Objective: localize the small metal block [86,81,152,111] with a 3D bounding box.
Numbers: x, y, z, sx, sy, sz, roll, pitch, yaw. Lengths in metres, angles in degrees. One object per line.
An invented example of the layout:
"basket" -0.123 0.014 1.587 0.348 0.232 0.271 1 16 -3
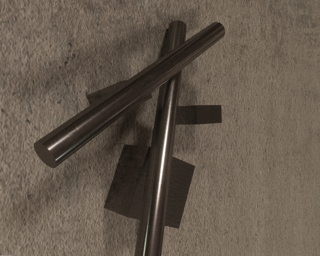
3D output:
"small metal block" -0.046 -0.036 0.351 0.050 0.050 0.025 -31 110 -36

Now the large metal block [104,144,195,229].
"large metal block" -0.011 0.072 0.382 0.080 0.050 0.080 26 73 -37

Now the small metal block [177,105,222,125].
"small metal block" 0.050 -0.018 0.433 0.050 0.050 0.025 -4 93 -40

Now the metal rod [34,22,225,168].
"metal rod" -0.005 -0.058 0.337 0.302 0.025 0.025 -43 117 -40

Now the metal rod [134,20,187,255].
"metal rod" 0.006 -0.008 0.359 0.025 0.025 0.299 31 55 -36
